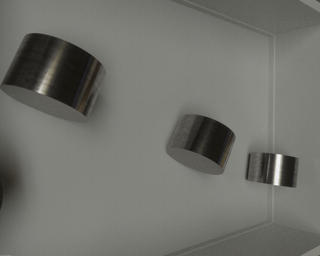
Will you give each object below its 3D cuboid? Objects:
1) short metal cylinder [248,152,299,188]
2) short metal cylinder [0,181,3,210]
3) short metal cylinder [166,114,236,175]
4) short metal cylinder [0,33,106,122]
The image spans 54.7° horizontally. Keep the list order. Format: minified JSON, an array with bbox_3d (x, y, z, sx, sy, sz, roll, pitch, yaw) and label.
[{"bbox_3d":[0.197,0.073,0.539,0.081,0.080,0.050,14,81,-40],"label":"short metal cylinder"},{"bbox_3d":[-0.175,0.054,0.245,0.081,0.050,0.079,0,90,-40],"label":"short metal cylinder"},{"bbox_3d":[0.056,0.024,0.420,0.080,0.080,0.050,38,67,-34],"label":"short metal cylinder"},{"bbox_3d":[-0.098,-0.044,0.290,0.080,0.080,0.050,29,72,-37],"label":"short metal cylinder"}]
